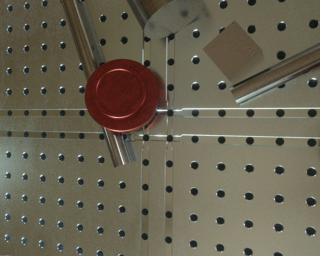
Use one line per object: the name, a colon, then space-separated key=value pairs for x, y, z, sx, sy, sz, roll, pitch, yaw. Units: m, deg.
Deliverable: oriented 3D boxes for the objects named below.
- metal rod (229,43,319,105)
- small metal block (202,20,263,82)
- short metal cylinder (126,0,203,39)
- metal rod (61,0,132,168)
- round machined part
metal rod: x=0.220 y=-0.101 z=0.334 sx=0.300 sy=0.025 sz=0.025 roll=-26 pitch=82 yaw=18
small metal block: x=0.090 y=-0.093 z=0.381 sx=0.050 sy=0.025 sz=0.050 roll=-41 pitch=77 yaw=15
short metal cylinder: x=0.005 y=-0.155 z=0.381 sx=0.080 sy=0.080 sz=0.050 roll=-30 pitch=80 yaw=17
metal rod: x=-0.099 y=-0.089 z=0.447 sx=0.025 sy=0.025 sz=0.299 roll=-21 pitch=83 yaw=19
round machined part: x=-0.051 y=-0.044 z=0.406 sx=0.099 sy=0.042 sz=0.097 roll=0 pitch=84 yaw=2
